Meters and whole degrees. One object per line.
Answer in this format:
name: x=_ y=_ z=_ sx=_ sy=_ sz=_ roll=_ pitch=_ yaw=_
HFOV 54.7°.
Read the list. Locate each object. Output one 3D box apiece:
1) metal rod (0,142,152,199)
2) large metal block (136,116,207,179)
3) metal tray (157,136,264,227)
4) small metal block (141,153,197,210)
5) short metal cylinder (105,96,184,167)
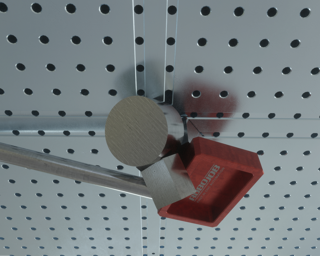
metal rod: x=-0.142 y=0.049 z=0.413 sx=0.302 sy=0.025 sz=0.025 roll=13 pitch=130 yaw=3
large metal block: x=0.025 y=0.042 z=0.430 sx=0.080 sy=0.050 sz=0.080 roll=-28 pitch=125 yaw=21
metal tray: x=0.060 y=0.076 z=0.404 sx=0.091 sy=0.030 sz=0.129 roll=16 pitch=128 yaw=-14
small metal block: x=0.009 y=0.064 z=0.371 sx=0.025 sy=0.050 sz=0.050 roll=-15 pitch=164 yaw=-41
short metal cylinder: x=-0.018 y=0.004 z=0.371 sx=0.080 sy=0.080 sz=0.050 roll=-28 pitch=168 yaw=21
